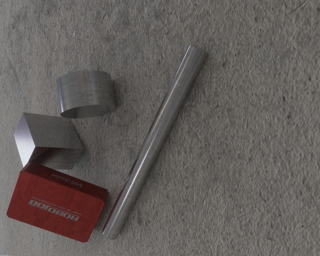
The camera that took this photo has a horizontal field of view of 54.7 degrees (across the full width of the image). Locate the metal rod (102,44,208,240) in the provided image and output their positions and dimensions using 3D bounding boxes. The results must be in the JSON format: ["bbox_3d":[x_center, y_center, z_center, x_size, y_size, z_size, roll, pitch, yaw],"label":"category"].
[{"bbox_3d":[-0.015,0.032,0.417,0.025,0.025,0.298,39,114,33],"label":"metal rod"}]

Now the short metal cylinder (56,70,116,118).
[{"bbox_3d":[-0.109,-0.048,0.459,0.080,0.081,0.050,-17,80,39],"label":"short metal cylinder"}]

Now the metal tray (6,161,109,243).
[{"bbox_3d":[-0.157,0.116,0.478,0.131,0.030,0.089,23,111,-9],"label":"metal tray"}]

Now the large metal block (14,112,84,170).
[{"bbox_3d":[-0.186,0.023,0.516,0.050,0.081,0.080,-56,50,25],"label":"large metal block"}]
